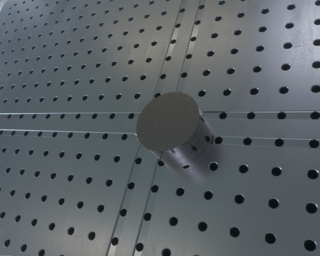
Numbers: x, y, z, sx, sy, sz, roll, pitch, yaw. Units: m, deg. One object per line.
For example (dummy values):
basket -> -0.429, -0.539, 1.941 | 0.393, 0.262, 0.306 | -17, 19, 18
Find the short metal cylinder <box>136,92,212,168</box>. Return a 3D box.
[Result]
short metal cylinder -> 0.018, 0.003, 0.382 | 0.080, 0.050, 0.080 | -13, 56, 21
